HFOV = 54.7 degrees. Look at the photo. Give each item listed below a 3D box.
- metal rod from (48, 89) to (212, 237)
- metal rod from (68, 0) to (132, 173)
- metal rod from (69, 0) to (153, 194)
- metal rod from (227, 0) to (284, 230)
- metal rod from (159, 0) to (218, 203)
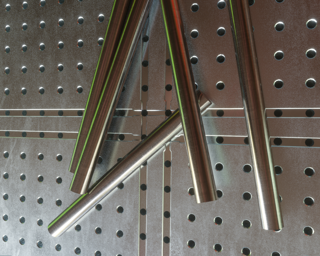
[{"bbox_3d":[-0.050,0.057,0.429,0.299,0.025,0.025,-42,77,14],"label":"metal rod"},{"bbox_3d":[-0.079,-0.078,0.439,0.025,0.025,0.298,18,96,18],"label":"metal rod"},{"bbox_3d":[-0.065,-0.053,0.425,0.025,0.025,0.298,20,93,18],"label":"metal rod"},{"bbox_3d":[0.112,-0.031,0.372,0.025,0.025,0.298,-9,87,19],"label":"metal rod"},{"bbox_3d":[0.029,-0.062,0.379,0.025,0.025,0.299,-14,77,19],"label":"metal rod"}]
